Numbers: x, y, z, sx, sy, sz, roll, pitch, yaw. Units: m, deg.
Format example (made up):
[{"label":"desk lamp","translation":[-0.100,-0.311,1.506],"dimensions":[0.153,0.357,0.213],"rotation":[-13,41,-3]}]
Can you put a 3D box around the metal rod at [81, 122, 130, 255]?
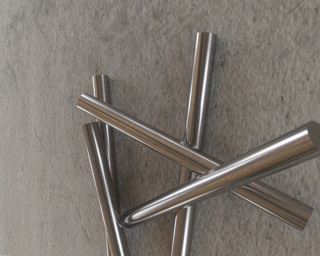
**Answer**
[{"label":"metal rod","translation":[-0.064,0.139,0.434],"dimensions":[0.025,0.025,0.298],"rotation":[-16,86,38]}]

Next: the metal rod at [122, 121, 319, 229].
[{"label":"metal rod","translation":[0.034,0.068,0.328],"dimensions":[0.299,0.025,0.025],"rotation":[-39,66,49]}]

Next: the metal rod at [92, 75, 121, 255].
[{"label":"metal rod","translation":[-0.077,0.069,0.465],"dimensions":[0.025,0.025,0.298],"rotation":[-9,84,39]}]

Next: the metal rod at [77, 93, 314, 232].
[{"label":"metal rod","translation":[0.017,0.025,0.353],"dimensions":[0.300,0.025,0.025],"rotation":[27,107,27]}]

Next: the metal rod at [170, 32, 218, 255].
[{"label":"metal rod","translation":[0.038,0.040,0.372],"dimensions":[0.025,0.025,0.298],"rotation":[10,97,39]}]
